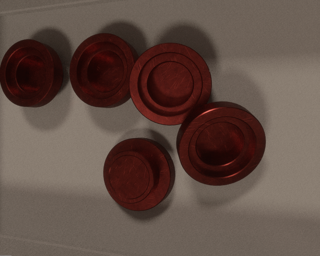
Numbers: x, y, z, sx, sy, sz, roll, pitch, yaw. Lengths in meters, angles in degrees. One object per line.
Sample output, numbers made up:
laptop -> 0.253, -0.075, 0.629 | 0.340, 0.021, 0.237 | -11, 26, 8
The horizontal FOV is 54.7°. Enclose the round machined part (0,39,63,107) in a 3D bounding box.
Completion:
round machined part -> -0.187, -0.079, 0.466 | 0.098, 0.042, 0.097 | 0, 90, 19

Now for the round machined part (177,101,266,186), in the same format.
round machined part -> 0.068, 0.015, 0.362 | 0.099, 0.042, 0.097 | -2, 113, -5

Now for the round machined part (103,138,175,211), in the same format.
round machined part -> -0.033, 0.062, 0.412 | 0.098, 0.042, 0.097 | 0, 90, 19

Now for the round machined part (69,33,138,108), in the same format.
round machined part -> -0.070, -0.076, 0.425 | 0.098, 0.042, 0.097 | 0, 90, 19

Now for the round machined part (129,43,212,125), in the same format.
round machined part -> 0.014, -0.055, 0.386 | 0.099, 0.042, 0.097 | 1, 101, 4
